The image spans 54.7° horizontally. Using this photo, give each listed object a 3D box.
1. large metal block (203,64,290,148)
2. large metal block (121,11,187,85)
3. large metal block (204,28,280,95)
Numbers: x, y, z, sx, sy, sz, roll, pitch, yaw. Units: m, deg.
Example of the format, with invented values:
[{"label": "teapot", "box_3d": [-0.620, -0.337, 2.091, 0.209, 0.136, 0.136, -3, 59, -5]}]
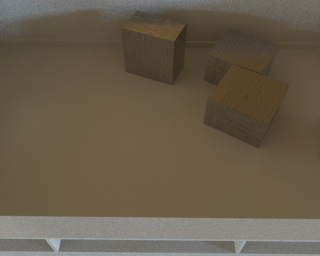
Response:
[{"label": "large metal block", "box_3d": [0.115, -0.032, 0.417, 0.080, 0.050, 0.080, 26, 54, 20]}, {"label": "large metal block", "box_3d": [-0.008, -0.121, 0.471, 0.080, 0.080, 0.050, 18, 53, 14]}, {"label": "large metal block", "box_3d": [0.124, -0.100, 0.475, 0.080, 0.050, 0.080, 25, 54, 19]}]
